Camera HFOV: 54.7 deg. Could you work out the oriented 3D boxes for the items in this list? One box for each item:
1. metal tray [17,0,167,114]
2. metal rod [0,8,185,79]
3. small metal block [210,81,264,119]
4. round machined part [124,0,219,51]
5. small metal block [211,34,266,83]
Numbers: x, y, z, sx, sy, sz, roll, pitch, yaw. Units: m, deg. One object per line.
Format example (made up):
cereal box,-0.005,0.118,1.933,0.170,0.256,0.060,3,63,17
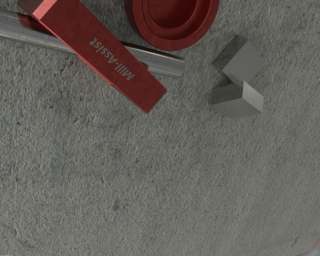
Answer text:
metal tray,-0.060,-0.073,0.285,0.030,0.090,0.130,-50,130,0
metal rod,-0.113,-0.086,0.275,0.302,0.025,0.025,8,114,-27
small metal block,0.106,-0.037,0.425,0.050,0.050,0.025,27,65,-38
round machined part,0.009,-0.133,0.320,0.099,0.042,0.097,-14,125,-21
small metal block,0.105,-0.086,0.413,0.050,0.025,0.050,-50,129,6
